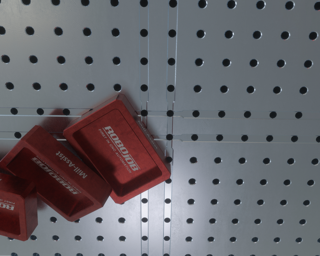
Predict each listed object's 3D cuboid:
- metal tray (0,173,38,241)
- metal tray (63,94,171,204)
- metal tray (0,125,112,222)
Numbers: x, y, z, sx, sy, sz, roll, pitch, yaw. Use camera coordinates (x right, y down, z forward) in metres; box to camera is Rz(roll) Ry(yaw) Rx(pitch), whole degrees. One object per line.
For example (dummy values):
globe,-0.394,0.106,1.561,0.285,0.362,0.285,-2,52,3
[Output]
metal tray,-0.238,0.100,0.426,0.131,0.030,0.089,14,122,3
metal tray,-0.055,0.031,0.421,0.090,0.030,0.130,-30,108,10
metal tray,-0.140,0.066,0.414,0.130,0.030,0.090,45,130,-15
